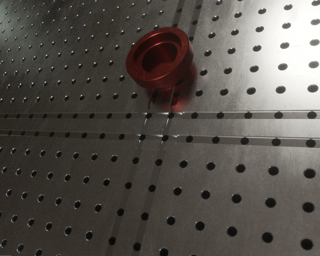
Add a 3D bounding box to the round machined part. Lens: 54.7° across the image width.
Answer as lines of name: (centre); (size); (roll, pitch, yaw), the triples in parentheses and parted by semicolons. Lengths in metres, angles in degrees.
round machined part: (0.003, -0.097, 0.454); (0.098, 0.042, 0.098); (-13, 56, 20)
